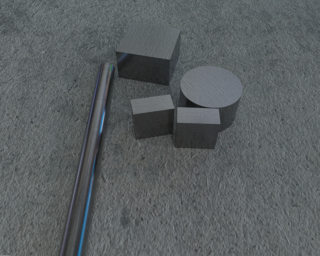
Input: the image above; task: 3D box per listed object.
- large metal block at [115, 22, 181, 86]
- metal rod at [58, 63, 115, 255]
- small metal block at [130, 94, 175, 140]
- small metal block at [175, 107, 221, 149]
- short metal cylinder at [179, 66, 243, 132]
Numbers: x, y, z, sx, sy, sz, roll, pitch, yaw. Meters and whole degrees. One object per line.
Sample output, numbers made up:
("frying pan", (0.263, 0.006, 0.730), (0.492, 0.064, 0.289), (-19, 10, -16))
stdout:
("large metal block", (-0.016, -0.117, 0.485), (0.080, 0.050, 0.080), (11, 51, 8))
("metal rod", (-0.084, 0.024, 0.381), (0.025, 0.025, 0.300), (1, 50, 0))
("small metal block", (-0.010, -0.013, 0.398), (0.050, 0.050, 0.025), (-9, 51, -8))
("small metal block", (0.046, 0.001, 0.387), (0.050, 0.050, 0.025), (2, 50, 1))
("short metal cylinder", (0.067, -0.039, 0.421), (0.081, 0.050, 0.080), (0, 50, 0))
